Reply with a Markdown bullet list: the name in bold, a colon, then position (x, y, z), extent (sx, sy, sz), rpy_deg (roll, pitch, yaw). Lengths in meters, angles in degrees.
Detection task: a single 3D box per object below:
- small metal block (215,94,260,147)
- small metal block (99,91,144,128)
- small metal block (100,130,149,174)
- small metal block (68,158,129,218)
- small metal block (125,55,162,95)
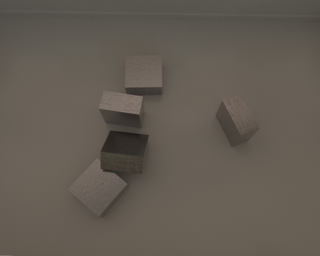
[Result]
- **small metal block**: position (0.098, -0.009, 0.401), extent (0.025, 0.050, 0.050), rpy_deg (-21, 72, -8)
- **small metal block**: position (-0.048, -0.023, 0.404), extent (0.050, 0.050, 0.025), rpy_deg (9, 71, 3)
- **small metal block**: position (-0.043, 0.029, 0.384), extent (0.050, 0.025, 0.050), rpy_deg (7, 30, 2)
- **small metal block**: position (-0.075, 0.074, 0.382), extent (0.050, 0.025, 0.050), rpy_deg (38, 74, 12)
- **small metal block**: position (-0.022, -0.074, 0.436), extent (0.050, 0.025, 0.050), rpy_deg (-1, 70, -1)
